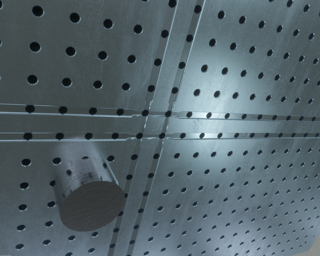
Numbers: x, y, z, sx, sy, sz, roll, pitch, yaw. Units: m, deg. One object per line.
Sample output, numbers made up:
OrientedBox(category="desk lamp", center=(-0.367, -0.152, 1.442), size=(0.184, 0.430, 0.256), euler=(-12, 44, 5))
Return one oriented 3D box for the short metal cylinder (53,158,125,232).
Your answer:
OrientedBox(category="short metal cylinder", center=(-0.092, 0.085, 0.399), size=(0.081, 0.050, 0.079), euler=(-14, 124, -21))
